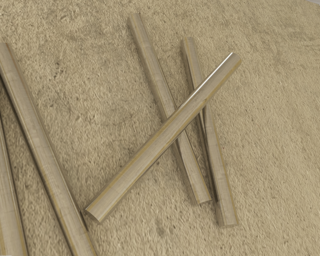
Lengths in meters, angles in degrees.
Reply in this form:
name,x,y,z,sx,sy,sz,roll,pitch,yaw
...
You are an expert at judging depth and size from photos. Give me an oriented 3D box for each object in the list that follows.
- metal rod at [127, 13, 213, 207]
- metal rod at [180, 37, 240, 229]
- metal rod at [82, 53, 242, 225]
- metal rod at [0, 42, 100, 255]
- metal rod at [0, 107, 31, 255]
name,x,y,z,sx,sy,sz,roll,pitch,yaw
metal rod,0.006,-0.040,0.430,0.025,0.025,0.299,-6,64,-31
metal rod,0.065,-0.012,0.445,0.025,0.025,0.299,6,59,-25
metal rod,0.021,-0.006,0.387,0.025,0.025,0.301,43,60,1
metal rod,-0.116,0.036,0.318,0.025,0.025,0.299,-17,71,-35
metal rod,-0.162,0.021,0.303,0.025,0.025,0.299,-9,66,-32
